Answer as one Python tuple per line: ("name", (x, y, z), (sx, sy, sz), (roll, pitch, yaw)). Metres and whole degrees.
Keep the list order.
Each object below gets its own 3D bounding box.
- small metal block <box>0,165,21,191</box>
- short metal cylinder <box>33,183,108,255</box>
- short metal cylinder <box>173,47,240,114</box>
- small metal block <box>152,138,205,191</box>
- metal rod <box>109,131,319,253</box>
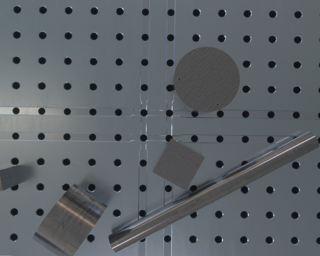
("small metal block", (-0.217, 0.068, 0.399), (0.050, 0.050, 0.025), (-10, 90, 0))
("short metal cylinder", (-0.109, 0.116, 0.385), (0.050, 0.080, 0.080), (35, 90, 0))
("short metal cylinder", (0.057, -0.059, 0.401), (0.081, 0.050, 0.079), (0, 90, 0))
("small metal block", (0.024, 0.047, 0.414), (0.050, 0.025, 0.050), (29, 90, 0))
("metal rod", (0.071, 0.085, 0.414), (0.301, 0.025, 0.025), (-27, 90, 0))
